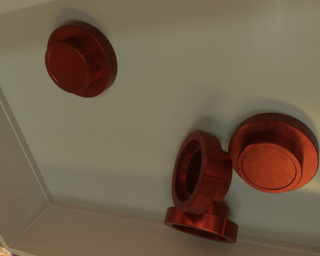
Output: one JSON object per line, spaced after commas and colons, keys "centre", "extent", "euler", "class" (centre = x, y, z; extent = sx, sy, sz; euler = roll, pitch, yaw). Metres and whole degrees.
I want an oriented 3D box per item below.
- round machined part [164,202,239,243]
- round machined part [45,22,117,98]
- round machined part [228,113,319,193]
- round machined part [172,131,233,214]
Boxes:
{"centre": [0.058, 0.122, 0.424], "extent": [0.098, 0.042, 0.098], "euler": [14, 157, 6], "class": "round machined part"}
{"centre": [-0.109, -0.084, 0.403], "extent": [0.098, 0.042, 0.097], "euler": [13, 124, 21], "class": "round machined part"}
{"centre": [0.126, 0.035, 0.353], "extent": [0.098, 0.042, 0.097], "euler": [13, 124, 21], "class": "round machined part"}
{"centre": [0.052, 0.055, 0.376], "extent": [0.042, 0.098, 0.097], "euler": [15, 130, -15], "class": "round machined part"}
